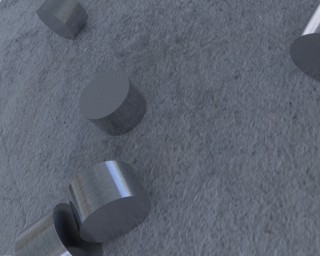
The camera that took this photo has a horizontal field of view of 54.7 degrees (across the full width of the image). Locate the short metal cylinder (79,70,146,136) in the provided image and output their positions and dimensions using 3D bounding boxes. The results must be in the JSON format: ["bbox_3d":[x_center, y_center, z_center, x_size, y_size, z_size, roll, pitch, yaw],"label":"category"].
[{"bbox_3d":[-0.067,-0.035,0.443,0.080,0.050,0.080,-13,56,20],"label":"short metal cylinder"}]

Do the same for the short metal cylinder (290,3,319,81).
[{"bbox_3d":[0.187,-0.090,0.325,0.080,0.080,0.050,25,75,36],"label":"short metal cylinder"}]

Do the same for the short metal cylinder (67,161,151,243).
[{"bbox_3d":[-0.057,0.082,0.347,0.080,0.080,0.050,-37,51,3],"label":"short metal cylinder"}]

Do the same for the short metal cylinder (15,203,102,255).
[{"bbox_3d":[-0.110,0.131,0.344,0.050,0.080,0.080,-37,51,3],"label":"short metal cylinder"}]

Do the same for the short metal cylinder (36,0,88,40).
[{"bbox_3d":[-0.187,-0.217,0.597,0.080,0.080,0.050,21,73,35],"label":"short metal cylinder"}]
